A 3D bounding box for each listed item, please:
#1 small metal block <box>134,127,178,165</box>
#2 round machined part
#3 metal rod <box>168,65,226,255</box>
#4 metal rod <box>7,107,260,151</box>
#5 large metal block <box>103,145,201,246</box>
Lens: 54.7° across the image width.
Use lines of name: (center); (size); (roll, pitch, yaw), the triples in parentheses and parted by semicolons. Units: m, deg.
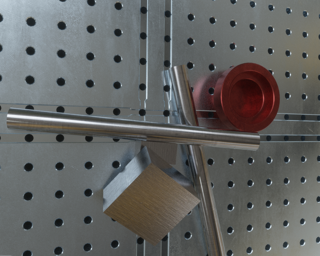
small metal block: (-0.005, 0.021, 0.412); (0.050, 0.025, 0.050); (7, 88, -20)
round machined part: (0.120, -0.042, 0.450); (0.099, 0.042, 0.097); (0, 90, -21)
metal rod: (0.055, 0.062, 0.434); (0.025, 0.025, 0.298); (-14, 95, -20)
metal rod: (-0.022, 0.003, 0.379); (0.302, 0.025, 0.025); (6, 88, -11)
large metal block: (-0.012, 0.082, 0.380); (0.080, 0.050, 0.080); (41, 98, -20)
